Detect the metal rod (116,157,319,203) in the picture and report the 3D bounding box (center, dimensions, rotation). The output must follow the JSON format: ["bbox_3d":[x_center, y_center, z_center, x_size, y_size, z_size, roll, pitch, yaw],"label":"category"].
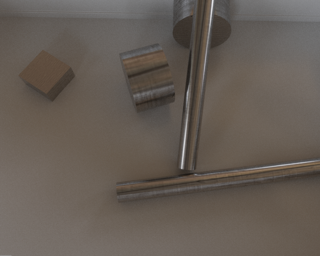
[{"bbox_3d":[0.098,0.062,0.388,0.302,0.025,0.025,-7,70,-3],"label":"metal rod"}]

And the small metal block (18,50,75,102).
[{"bbox_3d":[-0.158,-0.073,0.435,0.050,0.025,0.050,32,73,11],"label":"small metal block"}]

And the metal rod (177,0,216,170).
[{"bbox_3d":[0.049,-0.097,0.376,0.025,0.025,0.298,6,97,2],"label":"metal rod"}]

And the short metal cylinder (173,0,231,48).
[{"bbox_3d":[0.059,-0.155,0.438,0.081,0.080,0.050,2,70,0],"label":"short metal cylinder"}]

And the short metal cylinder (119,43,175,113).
[{"bbox_3d":[-0.017,-0.064,0.404,0.050,0.080,0.080,-17,71,-6],"label":"short metal cylinder"}]
